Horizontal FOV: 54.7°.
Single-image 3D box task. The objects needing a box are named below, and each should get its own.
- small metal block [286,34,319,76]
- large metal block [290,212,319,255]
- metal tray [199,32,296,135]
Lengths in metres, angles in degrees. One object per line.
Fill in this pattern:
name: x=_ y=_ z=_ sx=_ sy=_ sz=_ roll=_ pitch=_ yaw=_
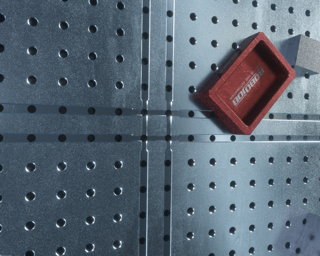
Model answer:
small metal block: x=0.232 y=-0.116 z=0.498 sx=0.050 sy=0.025 sz=0.050 roll=13 pitch=86 yaw=-20
large metal block: x=0.271 y=0.195 z=0.499 sx=0.080 sy=0.050 sz=0.080 roll=31 pitch=80 yaw=-18
metal tray: x=0.131 y=-0.065 z=0.457 sx=0.090 sy=0.030 sz=0.130 roll=45 pitch=76 yaw=-15
